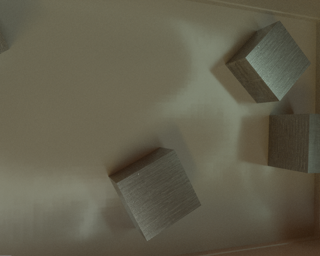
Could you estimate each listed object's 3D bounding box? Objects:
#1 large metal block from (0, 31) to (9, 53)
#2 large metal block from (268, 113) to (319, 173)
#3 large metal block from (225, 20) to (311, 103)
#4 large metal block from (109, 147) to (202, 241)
[{"bbox_3d":[-0.206,-0.090,0.305,0.080,0.080,0.050,-35,102,-17],"label":"large metal block"},{"bbox_3d":[0.208,0.021,0.458,0.050,0.080,0.080,2,90,-20],"label":"large metal block"},{"bbox_3d":[0.159,-0.094,0.455,0.080,0.050,0.080,47,76,-14],"label":"large metal block"},{"bbox_3d":[-0.007,0.080,0.395,0.080,0.050,0.080,-29,100,-18],"label":"large metal block"}]
